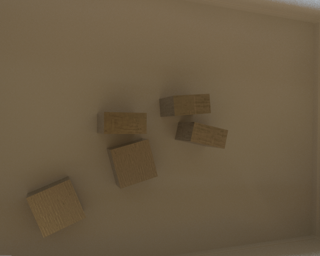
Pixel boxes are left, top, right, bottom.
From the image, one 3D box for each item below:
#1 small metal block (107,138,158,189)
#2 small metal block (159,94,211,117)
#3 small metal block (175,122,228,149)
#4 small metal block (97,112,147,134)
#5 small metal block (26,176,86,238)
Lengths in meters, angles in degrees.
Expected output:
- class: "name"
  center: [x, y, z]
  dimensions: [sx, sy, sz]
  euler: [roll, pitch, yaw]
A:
- class: "small metal block"
  center: [-0.036, 0.044, 0.398]
  dimensions: [0.050, 0.025, 0.050]
  euler: [-16, 96, -20]
- class: "small metal block"
  center: [0.032, -0.029, 0.410]
  dimensions: [0.050, 0.050, 0.025]
  euler: [-5, 92, -20]
- class: "small metal block"
  center: [0.055, 0.010, 0.419]
  dimensions: [0.050, 0.050, 0.025]
  euler: [13, 86, -20]
- class: "small metal block"
  center: [-0.048, -0.006, 0.380]
  dimensions: [0.050, 0.050, 0.025]
  euler: [0, 90, -20]
- class: "small metal block"
  center: [-0.122, 0.092, 0.366]
  dimensions: [0.050, 0.025, 0.050]
  euler: [-23, 98, -19]
